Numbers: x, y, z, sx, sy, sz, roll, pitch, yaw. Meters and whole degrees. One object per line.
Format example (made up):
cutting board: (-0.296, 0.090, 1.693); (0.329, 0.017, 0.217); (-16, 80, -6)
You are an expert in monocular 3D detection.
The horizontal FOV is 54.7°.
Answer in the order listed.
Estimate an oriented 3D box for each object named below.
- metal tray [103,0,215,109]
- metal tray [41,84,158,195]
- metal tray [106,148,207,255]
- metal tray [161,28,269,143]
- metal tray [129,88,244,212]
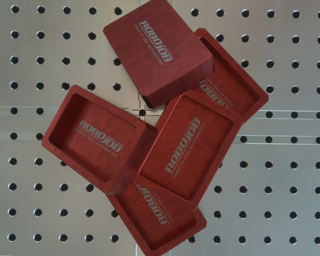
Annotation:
metal tray: (-0.005, -0.096, 0.380); (0.090, 0.030, 0.130); (-30, 60, -1)
metal tray: (-0.078, 0.011, 0.379); (0.130, 0.030, 0.090); (28, 90, 30)
metal tray: (-0.010, 0.095, 0.410); (0.090, 0.030, 0.130); (-33, 90, -1)
metal tray: (0.066, -0.054, 0.411); (0.090, 0.030, 0.130); (-43, 91, 0)
metal tray: (0.031, 0.024, 0.381); (0.090, 0.030, 0.130); (29, 90, -1)
